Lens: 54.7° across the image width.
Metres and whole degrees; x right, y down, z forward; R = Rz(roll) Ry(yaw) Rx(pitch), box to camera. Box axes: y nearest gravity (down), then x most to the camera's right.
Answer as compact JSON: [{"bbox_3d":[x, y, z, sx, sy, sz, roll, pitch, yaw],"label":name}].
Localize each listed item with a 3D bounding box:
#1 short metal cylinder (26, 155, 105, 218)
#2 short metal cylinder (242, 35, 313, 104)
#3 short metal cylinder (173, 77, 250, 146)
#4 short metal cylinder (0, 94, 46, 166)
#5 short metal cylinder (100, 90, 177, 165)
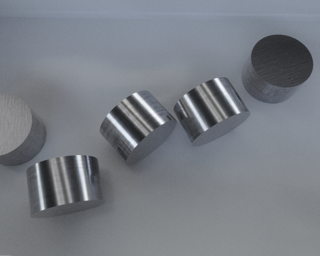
[{"bbox_3d":[-0.107,0.068,0.355,0.081,0.080,0.050,-13,71,-5],"label":"short metal cylinder"},{"bbox_3d":[0.159,-0.080,0.427,0.081,0.050,0.080,0,70,0],"label":"short metal cylinder"},{"bbox_3d":[0.064,-0.019,0.388,0.080,0.080,0.050,-25,72,-9],"label":"short metal cylinder"},{"bbox_3d":[-0.194,0.004,0.394,0.081,0.050,0.080,0,70,0],"label":"short metal cylinder"},{"bbox_3d":[-0.026,0.000,0.380,0.080,0.080,0.050,-39,75,-13],"label":"short metal cylinder"}]
